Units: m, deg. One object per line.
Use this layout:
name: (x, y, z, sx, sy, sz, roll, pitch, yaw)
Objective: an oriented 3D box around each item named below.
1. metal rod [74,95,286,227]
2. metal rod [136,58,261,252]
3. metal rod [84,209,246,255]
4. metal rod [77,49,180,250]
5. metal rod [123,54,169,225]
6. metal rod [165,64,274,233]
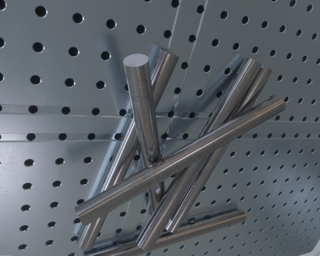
metal rod: (0.037, 0.034, 0.393, 0.302, 0.025, 0.025, -28, 128, -15)
metal rod: (0.052, 0.039, 0.433, 0.025, 0.025, 0.299, 28, 94, -37)
metal rod: (0.023, 0.188, 0.538, 0.302, 0.025, 0.025, -8, 122, -24)
metal rod: (-0.049, 0.041, 0.408, 0.025, 0.025, 0.298, 13, 112, -34)
metal rod: (-0.011, 0.043, 0.405, 0.025, 0.025, 0.299, -22, 135, -15)
metal rod: (0.083, 0.041, 0.480, 0.025, 0.025, 0.298, 16, 110, -35)
